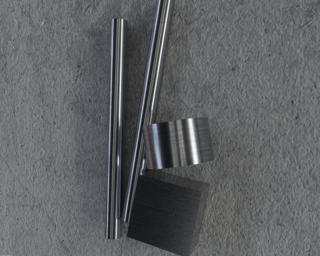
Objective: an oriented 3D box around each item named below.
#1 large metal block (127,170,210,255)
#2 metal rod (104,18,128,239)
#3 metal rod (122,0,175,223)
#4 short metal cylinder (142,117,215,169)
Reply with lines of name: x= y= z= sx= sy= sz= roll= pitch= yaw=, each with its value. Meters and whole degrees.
large metal block: x=0.012 y=0.104 z=0.391 sx=0.080 sy=0.050 sz=0.079 roll=12 pitch=94 yaw=19
metal rod: x=-0.061 y=0.002 z=0.430 sx=0.025 sy=0.025 sz=0.298 roll=2 pitch=91 yaw=20
metal rod: x=-0.016 y=-0.022 z=0.414 sx=0.025 sy=0.025 sz=0.298 roll=10 pitch=93 yaw=19
short metal cylinder: x=0.022 y=0.018 z=0.372 sx=0.080 sy=0.080 sz=0.050 roll=-9 pitch=87 yaw=20
